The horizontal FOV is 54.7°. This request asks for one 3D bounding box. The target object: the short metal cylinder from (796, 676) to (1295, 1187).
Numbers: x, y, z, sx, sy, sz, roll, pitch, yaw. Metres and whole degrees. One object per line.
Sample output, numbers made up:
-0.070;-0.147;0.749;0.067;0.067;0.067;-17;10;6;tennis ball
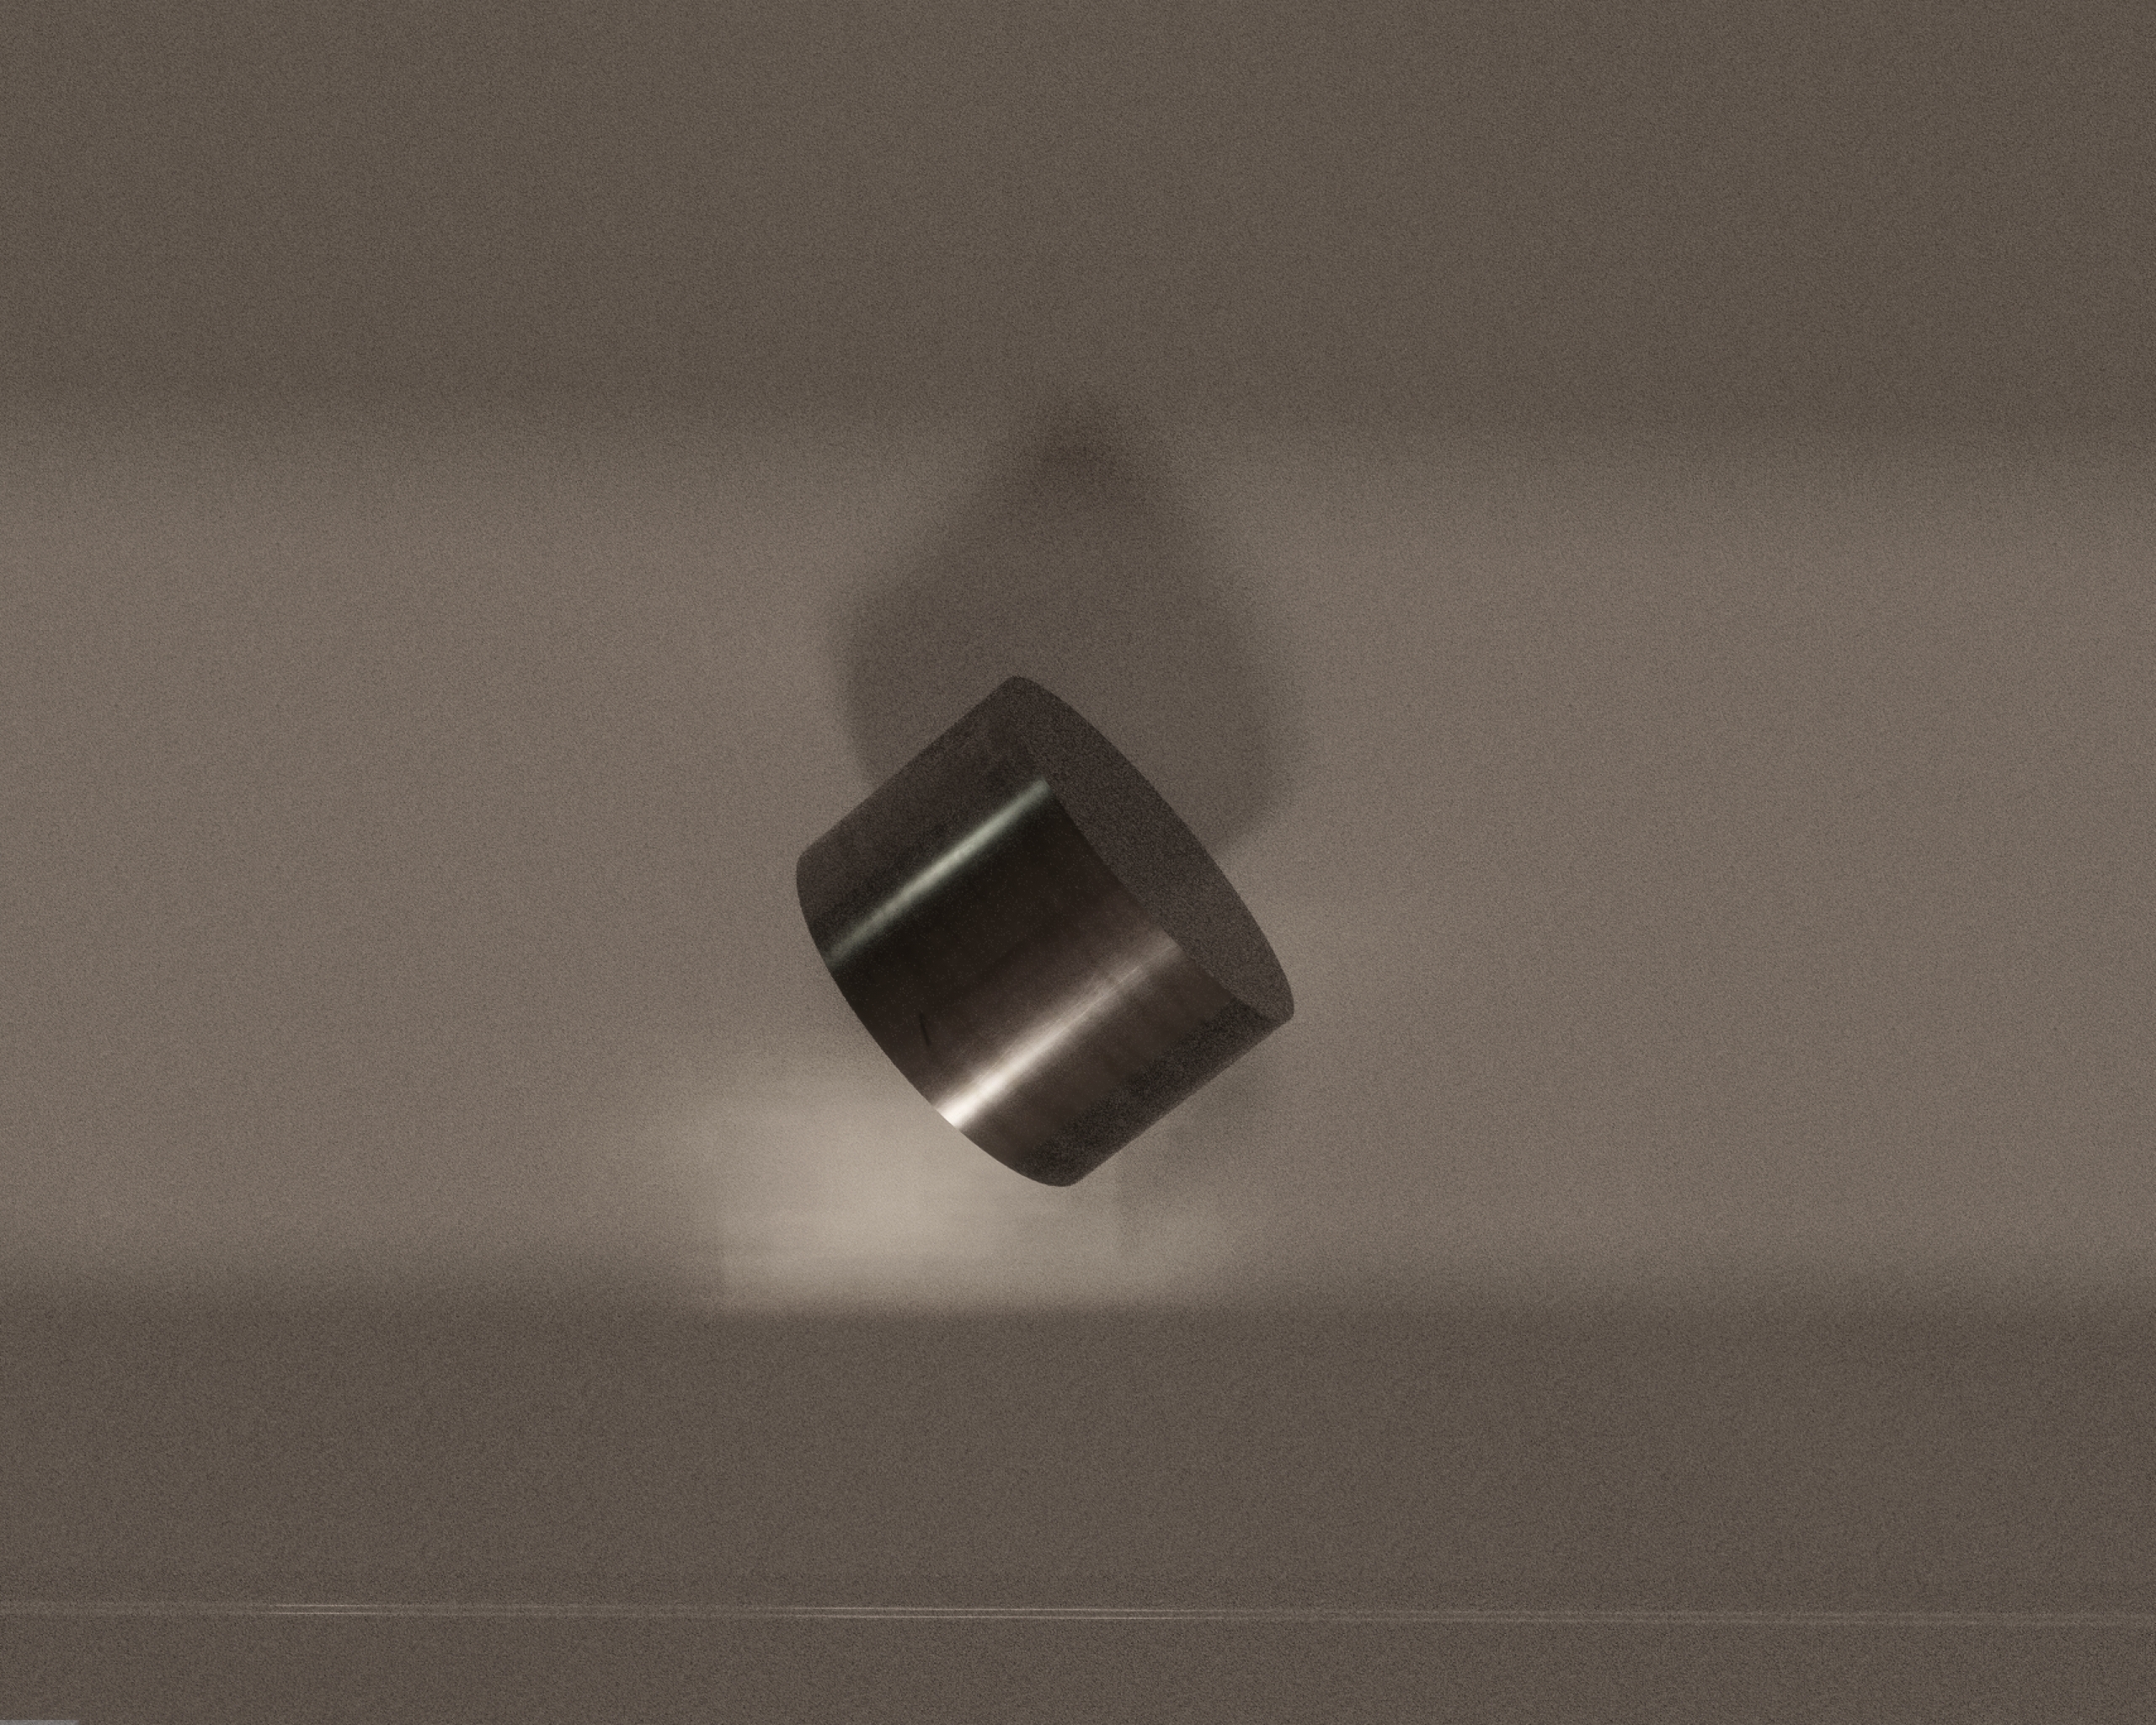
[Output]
-0.005;0.012;0.384;0.050;0.080;0.080;-40;106;13;short metal cylinder
